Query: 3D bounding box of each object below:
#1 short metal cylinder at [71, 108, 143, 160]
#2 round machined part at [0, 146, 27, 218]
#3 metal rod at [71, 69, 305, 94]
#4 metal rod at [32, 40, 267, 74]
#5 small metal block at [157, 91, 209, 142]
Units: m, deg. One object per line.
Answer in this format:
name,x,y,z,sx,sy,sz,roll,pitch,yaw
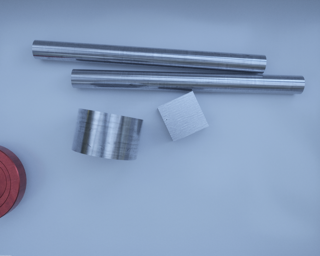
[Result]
short metal cylinder,-0.064,0.007,0.383,0.080,0.080,0.050,10,90,-1
round machined part,-0.221,0.068,0.400,0.099,0.042,0.097,0,90,-1
metal rod,0.037,-0.061,0.411,0.302,0.025,0.025,1,90,-1
metal rod,-0.013,-0.094,0.411,0.302,0.025,0.025,4,90,-1
small metal block,0.030,-0.015,0.412,0.050,0.025,0.050,-25,90,-1
